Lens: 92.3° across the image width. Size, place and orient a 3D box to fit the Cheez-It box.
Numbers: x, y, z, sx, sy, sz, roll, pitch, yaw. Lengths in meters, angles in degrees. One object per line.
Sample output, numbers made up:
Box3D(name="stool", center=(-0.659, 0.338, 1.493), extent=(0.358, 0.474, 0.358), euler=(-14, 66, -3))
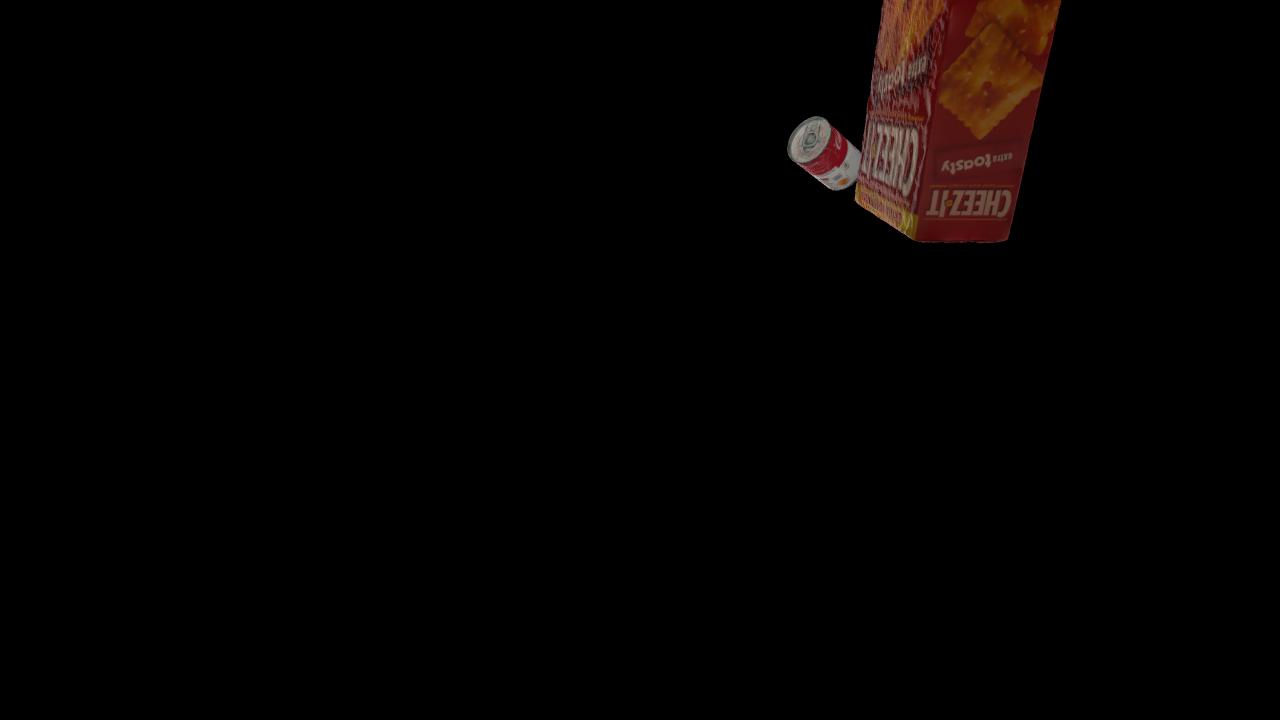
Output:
Box3D(name="Cheez-It box", center=(0.217, -0.209, 0.436), extent=(0.071, 0.223, 0.166), euler=(2, 24, 5))

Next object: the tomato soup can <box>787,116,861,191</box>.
Box3D(name="tomato soup can", center=(0.266, -0.291, 0.876), extent=(0.101, 0.068, 0.068), euler=(17, -12, -42))
